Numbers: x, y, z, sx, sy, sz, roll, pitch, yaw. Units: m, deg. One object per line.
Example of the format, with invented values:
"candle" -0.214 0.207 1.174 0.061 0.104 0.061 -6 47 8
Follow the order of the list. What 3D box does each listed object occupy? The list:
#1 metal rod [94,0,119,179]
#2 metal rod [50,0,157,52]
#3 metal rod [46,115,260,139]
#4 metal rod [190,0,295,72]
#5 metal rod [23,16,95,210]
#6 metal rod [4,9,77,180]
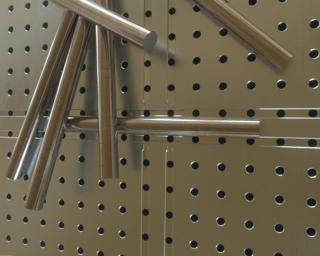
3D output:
"metal rod" -0.074 -0.083 0.421 0.025 0.025 0.299 -6 81 20
"metal rod" -0.125 -0.176 0.427 0.300 0.025 0.025 33 101 25
"metal rod" -0.022 -0.003 0.420 0.301 0.025 0.025 2 91 20
"metal rod" 0.044 -0.176 0.397 0.300 0.025 0.025 44 104 14
"metal rod" -0.137 -0.034 0.438 0.025 0.025 0.299 13 86 19
"metal rod" -0.177 -0.059 0.475 0.025 0.025 0.299 26 98 18
